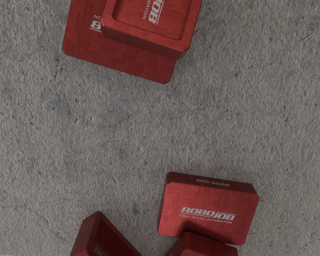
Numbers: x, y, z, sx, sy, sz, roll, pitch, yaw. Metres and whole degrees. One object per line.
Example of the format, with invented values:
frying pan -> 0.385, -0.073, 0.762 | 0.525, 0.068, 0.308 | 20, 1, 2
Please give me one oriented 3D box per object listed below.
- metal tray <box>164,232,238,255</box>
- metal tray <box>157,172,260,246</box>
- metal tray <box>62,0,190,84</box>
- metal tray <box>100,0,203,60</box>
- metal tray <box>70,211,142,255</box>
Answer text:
metal tray -> 0.048, 0.218, 0.469 | 0.090, 0.030, 0.129 | 23, 122, -13
metal tray -> 0.067, 0.118, 0.451 | 0.131, 0.030, 0.089 | 9, 110, -4
metal tray -> -0.039, -0.114, 0.365 | 0.131, 0.030, 0.089 | 16, 109, -6
metal tray -> 0.000, -0.147, 0.323 | 0.091, 0.030, 0.129 | 17, 83, -6
metal tray -> -0.067, 0.195, 0.446 | 0.030, 0.090, 0.130 | -34, 107, 12
